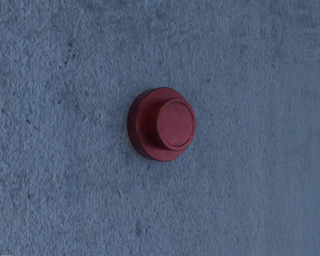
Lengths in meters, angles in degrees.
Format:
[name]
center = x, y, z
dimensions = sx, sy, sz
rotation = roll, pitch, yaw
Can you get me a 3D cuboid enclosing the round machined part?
[round machined part]
center = 0.009, -0.005, 0.404
dimensions = 0.099, 0.042, 0.097
rotation = 0, 90, -40
